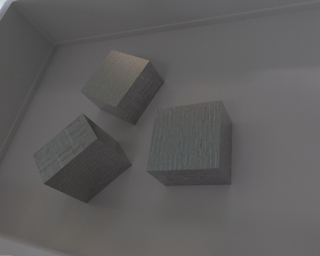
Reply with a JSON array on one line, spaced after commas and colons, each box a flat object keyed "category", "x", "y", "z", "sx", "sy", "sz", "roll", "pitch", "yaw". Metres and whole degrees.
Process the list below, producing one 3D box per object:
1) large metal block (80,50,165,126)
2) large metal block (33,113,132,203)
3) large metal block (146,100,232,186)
[{"category": "large metal block", "x": -0.055, "y": -0.061, "z": 0.456, "sx": 0.080, "sy": 0.050, "sz": 0.080, "roll": 24, "pitch": 75, "yaw": 36}, {"category": "large metal block", "x": -0.097, "y": 0.041, "z": 0.396, "sx": 0.080, "sy": 0.080, "sz": 0.050, "roll": -40, "pitch": 51, "yaw": 1}, {"category": "large metal block", "x": 0.037, "y": 0.020, "z": 0.358, "sx": 0.080, "sy": 0.050, "sz": 0.080, "roll": -6, "pitch": 59, "yaw": 25}]
